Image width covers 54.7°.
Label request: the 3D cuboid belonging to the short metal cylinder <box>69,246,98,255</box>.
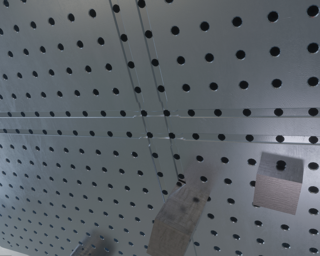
[{"bbox_3d":[-0.170,0.307,0.675,0.080,0.050,0.079,13,124,21],"label":"short metal cylinder"}]

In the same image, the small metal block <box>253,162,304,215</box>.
[{"bbox_3d":[0.144,0.074,0.381,0.050,0.025,0.050,10,123,22],"label":"small metal block"}]

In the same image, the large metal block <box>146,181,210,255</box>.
[{"bbox_3d":[0.026,0.138,0.447,0.050,0.080,0.079,23,127,15],"label":"large metal block"}]
